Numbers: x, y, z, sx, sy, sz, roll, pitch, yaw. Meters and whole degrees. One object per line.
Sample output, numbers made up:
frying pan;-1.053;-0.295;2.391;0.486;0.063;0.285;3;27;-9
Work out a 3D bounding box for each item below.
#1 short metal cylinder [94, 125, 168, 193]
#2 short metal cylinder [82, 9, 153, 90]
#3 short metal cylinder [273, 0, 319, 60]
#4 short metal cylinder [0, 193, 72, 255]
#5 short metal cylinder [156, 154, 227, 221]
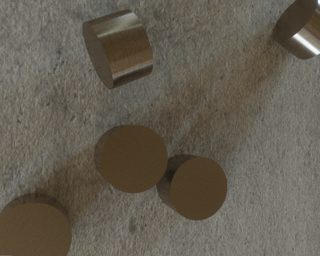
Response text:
short metal cylinder;-0.037;0.036;0.383;0.081;0.050;0.079;0;90;-20
short metal cylinder;-0.050;-0.091;0.362;0.050;0.080;0.080;-25;99;-19
short metal cylinder;0.217;-0.150;0.462;0.050;0.080;0.080;28;81;-18
short metal cylinder;-0.142;0.117;0.344;0.081;0.050;0.079;0;90;-21
short metal cylinder;0.041;0.076;0.412;0.081;0.050;0.079;0;90;-20
